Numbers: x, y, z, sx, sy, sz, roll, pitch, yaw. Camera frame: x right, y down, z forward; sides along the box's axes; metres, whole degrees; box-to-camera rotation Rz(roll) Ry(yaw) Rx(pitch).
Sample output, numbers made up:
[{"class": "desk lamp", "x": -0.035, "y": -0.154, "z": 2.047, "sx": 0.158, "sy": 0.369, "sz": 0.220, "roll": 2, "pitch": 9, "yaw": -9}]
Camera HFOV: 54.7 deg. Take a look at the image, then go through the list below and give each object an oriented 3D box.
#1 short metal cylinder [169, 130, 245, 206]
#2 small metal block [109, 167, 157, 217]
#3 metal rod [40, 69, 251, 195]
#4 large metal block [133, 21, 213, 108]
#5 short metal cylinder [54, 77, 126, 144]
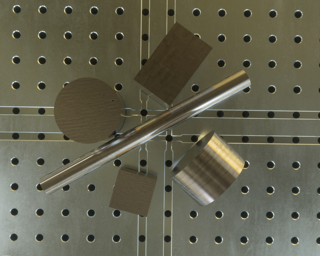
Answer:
[{"class": "short metal cylinder", "x": 0.057, "y": 0.049, "z": 0.383, "sx": 0.050, "sy": 0.080, "sz": 0.080, "roll": 44, "pitch": 90, "yaw": -1}, {"class": "small metal block", "x": -0.035, "y": 0.084, "z": 0.410, "sx": 0.050, "sy": 0.025, "sz": 0.050, "roll": 15, "pitch": 90, "yaw": 0}, {"class": "metal rod", "x": -0.019, "y": 0.005, "z": 0.410, "sx": 0.301, "sy": 0.025, "sz": 0.025, "roll": -28, "pitch": 90, "yaw": 0}, {"class": "large metal block", "x": 0.015, "y": -0.072, "z": 0.383, "sx": 0.050, "sy": 0.080, "sz": 0.080, "roll": 36, "pitch": 90, "yaw": 0}, {"class": "short metal cylinder", "x": -0.087, "y": -0.021, "z": 0.396, "sx": 0.081, "sy": 0.050, "sz": 0.079, "roll": 0, "pitch": 90, "yaw": 0}]
